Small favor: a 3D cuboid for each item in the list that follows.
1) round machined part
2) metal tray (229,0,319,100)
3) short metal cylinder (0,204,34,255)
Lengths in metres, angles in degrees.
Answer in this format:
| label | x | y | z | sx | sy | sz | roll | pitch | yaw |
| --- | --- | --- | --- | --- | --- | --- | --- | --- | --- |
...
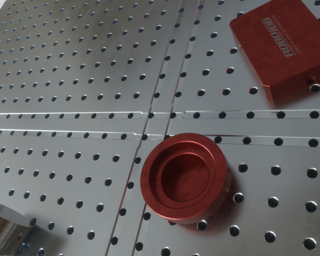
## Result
| label | x | y | z | sx | sy | sz | roll | pitch | yaw |
| --- | --- | --- | --- | --- | --- | --- | --- | --- | --- |
| round machined part | 0.031 | 0.058 | 0.346 | 0.098 | 0.042 | 0.098 | -13 | 56 | 21 |
| metal tray | 0.153 | -0.106 | 0.390 | 0.090 | 0.030 | 0.130 | -24 | 53 | 13 |
| short metal cylinder | -0.216 | 0.133 | 0.405 | 0.080 | 0.080 | 0.050 | 18 | 72 | 35 |
